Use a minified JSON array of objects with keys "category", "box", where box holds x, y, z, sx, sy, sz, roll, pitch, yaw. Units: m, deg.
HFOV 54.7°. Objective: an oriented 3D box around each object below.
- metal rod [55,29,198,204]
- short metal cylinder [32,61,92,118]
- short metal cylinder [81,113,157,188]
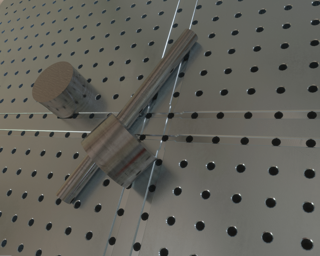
[{"category":"metal rod","box":[-0.041,-0.023,0.442,0.025,0.025,0.300,29,77,37]},{"category":"short metal cylinder","box":[-0.162,-0.063,0.513,0.080,0.050,0.080,-13,56,20]},{"category":"short metal cylinder","box":[-0.050,0.027,0.381,0.050,0.080,0.080,-44,51,-2]}]
